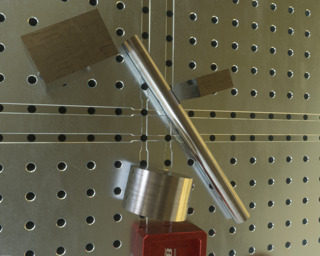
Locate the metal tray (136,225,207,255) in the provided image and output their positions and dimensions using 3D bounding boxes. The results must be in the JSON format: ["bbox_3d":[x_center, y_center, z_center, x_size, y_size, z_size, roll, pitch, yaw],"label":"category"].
[{"bbox_3d":[0.013,0.201,0.415,0.091,0.030,0.129,4,89,-20],"label":"metal tray"}]

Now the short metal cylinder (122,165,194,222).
[{"bbox_3d":[-0.002,0.078,0.383,0.081,0.080,0.050,13,86,-20],"label":"short metal cylinder"}]

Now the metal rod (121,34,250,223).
[{"bbox_3d":[0.041,0.009,0.427,0.025,0.025,0.299,-37,102,-16],"label":"metal rod"}]

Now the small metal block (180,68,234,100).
[{"bbox_3d":[0.063,-0.059,0.422,0.050,0.050,0.025,-19,97,-19],"label":"small metal block"}]

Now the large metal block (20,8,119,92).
[{"bbox_3d":[-0.101,-0.083,0.346,0.080,0.080,0.050,-28,100,-18],"label":"large metal block"}]
